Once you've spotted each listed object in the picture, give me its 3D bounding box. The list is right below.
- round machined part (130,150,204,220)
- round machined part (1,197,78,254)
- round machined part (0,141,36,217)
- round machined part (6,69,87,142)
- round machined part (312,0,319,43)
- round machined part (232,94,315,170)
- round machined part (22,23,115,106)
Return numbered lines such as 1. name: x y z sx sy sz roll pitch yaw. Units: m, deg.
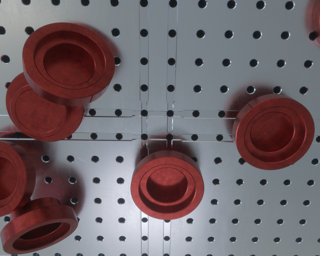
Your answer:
1. round machined part: 0.010 0.075 0.432 0.099 0.042 0.097 0 110 0
2. round machined part: -0.169 0.133 0.434 0.099 0.042 0.098 -22 149 -13
3. round machined part: -0.210 0.067 0.414 0.098 0.042 0.098 -1 86 10
4. round machined part: -0.147 -0.027 0.393 0.099 0.042 0.097 0 110 0
5. round machined part: 0.234 -0.132 0.357 0.099 0.042 0.097 0 110 0
6. round machined part: 0.144 0.002 0.406 0.099 0.042 0.097 0 110 0
7. round machined part: -0.105 -0.069 0.359 0.098 0.098 0.042 28 151 -10
